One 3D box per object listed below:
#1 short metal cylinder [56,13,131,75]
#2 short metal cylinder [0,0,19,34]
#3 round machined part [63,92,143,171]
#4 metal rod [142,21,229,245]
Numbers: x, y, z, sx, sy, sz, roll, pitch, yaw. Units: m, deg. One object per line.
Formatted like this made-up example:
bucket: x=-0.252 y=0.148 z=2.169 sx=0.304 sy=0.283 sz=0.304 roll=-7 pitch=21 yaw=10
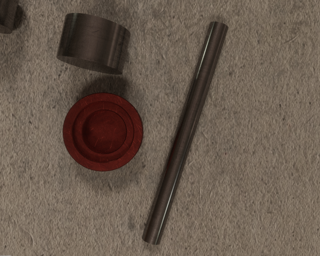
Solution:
short metal cylinder: x=-0.081 y=-0.101 z=0.381 sx=0.080 sy=0.080 sz=0.050 roll=12 pitch=90 yaw=-1
short metal cylinder: x=-0.220 y=-0.154 z=0.379 sx=0.080 sy=0.080 sz=0.050 roll=12 pitch=90 yaw=-1
round machined part: x=-0.070 y=0.005 z=0.401 sx=0.099 sy=0.042 sz=0.097 roll=0 pitch=90 yaw=-1
metal rod: x=0.033 y=0.006 z=0.410 sx=0.025 sy=0.025 sz=0.298 roll=18 pitch=90 yaw=-1
